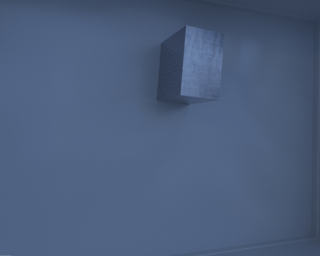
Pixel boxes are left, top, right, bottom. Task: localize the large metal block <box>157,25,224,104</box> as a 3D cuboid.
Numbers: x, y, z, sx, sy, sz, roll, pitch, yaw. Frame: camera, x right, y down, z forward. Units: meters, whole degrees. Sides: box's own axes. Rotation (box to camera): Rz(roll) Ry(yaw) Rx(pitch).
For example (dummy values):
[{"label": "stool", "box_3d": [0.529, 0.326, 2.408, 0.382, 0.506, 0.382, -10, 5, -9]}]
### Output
[{"label": "large metal block", "box_3d": [0.036, -0.075, 0.396, 0.050, 0.080, 0.080, 5, 88, -20]}]
